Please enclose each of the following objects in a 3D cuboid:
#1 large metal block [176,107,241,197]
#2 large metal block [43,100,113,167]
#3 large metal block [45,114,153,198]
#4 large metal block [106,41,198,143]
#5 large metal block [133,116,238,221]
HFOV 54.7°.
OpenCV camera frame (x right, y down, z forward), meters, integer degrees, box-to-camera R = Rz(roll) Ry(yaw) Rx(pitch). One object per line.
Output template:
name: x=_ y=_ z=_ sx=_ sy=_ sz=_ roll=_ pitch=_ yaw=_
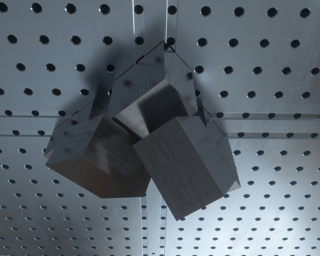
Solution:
large metal block: x=0.058 y=0.034 z=0.403 sx=0.050 sy=0.080 sz=0.080 roll=-27 pitch=125 yaw=21
large metal block: x=-0.090 y=0.023 z=0.413 sx=0.080 sy=0.050 sz=0.080 roll=-32 pitch=124 yaw=24
large metal block: x=-0.063 y=0.036 z=0.338 sx=0.080 sy=0.050 sz=0.080 roll=-15 pitch=134 yaw=46
large metal block: x=-0.009 y=-0.037 z=0.342 sx=0.080 sy=0.080 sz=0.050 roll=-34 pitch=123 yaw=25
large metal block: x=0.029 y=0.035 z=0.313 sx=0.050 sy=0.080 sz=0.080 roll=-34 pitch=80 yaw=20
